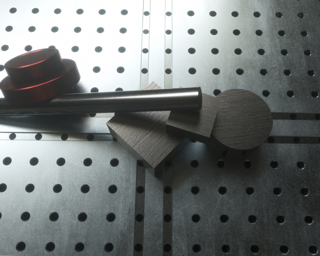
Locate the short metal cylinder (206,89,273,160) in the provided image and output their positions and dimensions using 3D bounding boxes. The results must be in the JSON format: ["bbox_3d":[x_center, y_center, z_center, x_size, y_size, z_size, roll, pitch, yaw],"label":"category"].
[{"bbox_3d":[0.097,-0.004,0.401,0.081,0.050,0.080,0,70,0],"label":"short metal cylinder"}]

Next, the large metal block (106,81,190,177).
[{"bbox_3d":[-0.008,0.001,0.395,0.080,0.050,0.080,42,75,13],"label":"large metal block"}]

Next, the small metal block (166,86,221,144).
[{"bbox_3d":[0.039,-0.015,0.362,0.050,0.025,0.050,18,71,6],"label":"small metal block"}]

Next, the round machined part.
[{"bbox_3d":[-0.157,-0.072,0.398,0.099,0.042,0.098,-9,31,6],"label":"round machined part"}]

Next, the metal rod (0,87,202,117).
[{"bbox_3d":[-0.101,-0.029,0.375,0.301,0.025,0.025,-1,69,17],"label":"metal rod"}]
